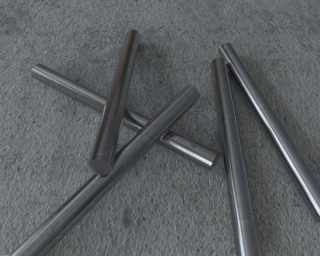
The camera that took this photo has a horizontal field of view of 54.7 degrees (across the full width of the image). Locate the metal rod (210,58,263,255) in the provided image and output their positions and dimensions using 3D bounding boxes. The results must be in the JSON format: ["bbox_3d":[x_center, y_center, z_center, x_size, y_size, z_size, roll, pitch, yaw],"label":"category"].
[{"bbox_3d":[0.089,0.015,0.390,0.025,0.025,0.300,1,50,1],"label":"metal rod"}]

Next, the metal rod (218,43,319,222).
[{"bbox_3d":[0.142,-0.018,0.419,0.025,0.025,0.300,-10,51,-8],"label":"metal rod"}]

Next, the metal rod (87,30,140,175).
[{"bbox_3d":[-0.054,-0.059,0.424,0.025,0.025,0.300,2,41,2],"label":"metal rod"}]

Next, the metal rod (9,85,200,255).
[{"bbox_3d":[-0.056,0.052,0.338,0.025,0.025,0.301,34,64,25],"label":"metal rod"}]

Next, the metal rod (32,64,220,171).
[{"bbox_3d":[-0.060,-0.023,0.421,0.300,0.025,0.025,27,55,20],"label":"metal rod"}]
